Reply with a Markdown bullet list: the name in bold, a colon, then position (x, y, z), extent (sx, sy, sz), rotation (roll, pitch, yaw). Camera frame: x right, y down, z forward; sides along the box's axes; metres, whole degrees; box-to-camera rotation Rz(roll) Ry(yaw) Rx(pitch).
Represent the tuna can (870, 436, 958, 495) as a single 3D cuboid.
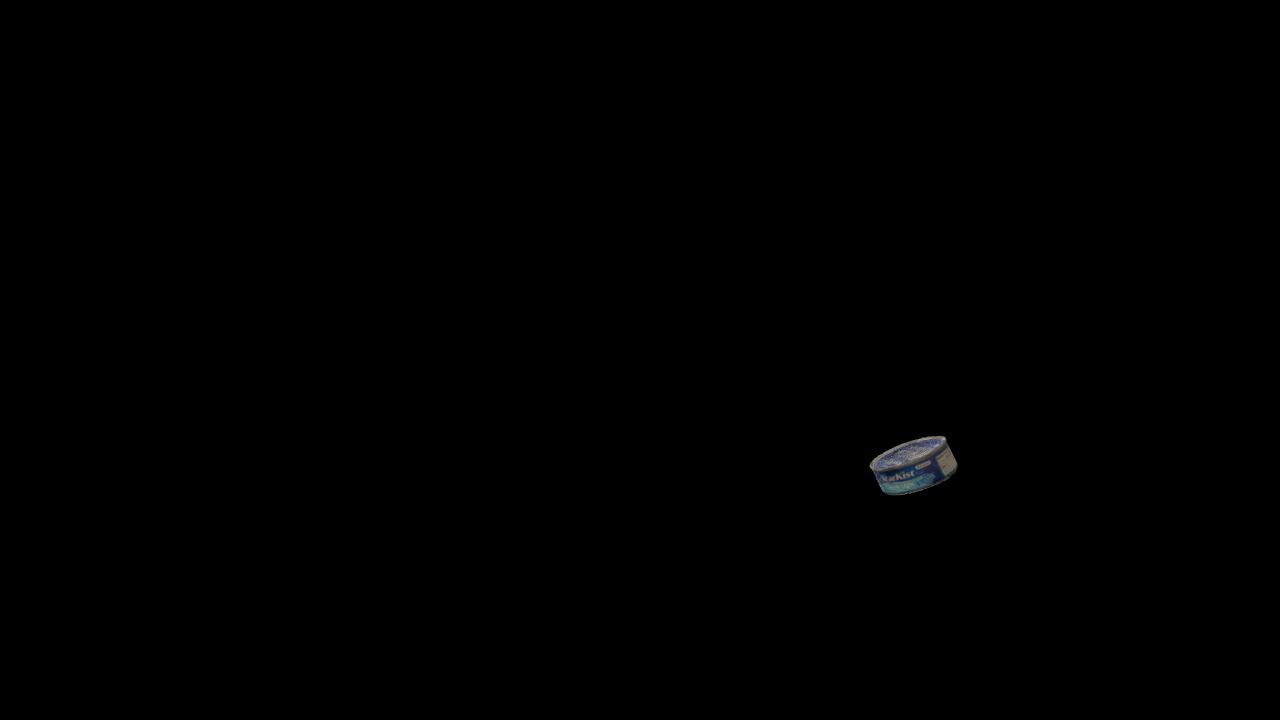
- **tuna can**: position (0.297, 0.115, 0.669), extent (0.084, 0.034, 0.084), rotation (-25, -3, -1)
